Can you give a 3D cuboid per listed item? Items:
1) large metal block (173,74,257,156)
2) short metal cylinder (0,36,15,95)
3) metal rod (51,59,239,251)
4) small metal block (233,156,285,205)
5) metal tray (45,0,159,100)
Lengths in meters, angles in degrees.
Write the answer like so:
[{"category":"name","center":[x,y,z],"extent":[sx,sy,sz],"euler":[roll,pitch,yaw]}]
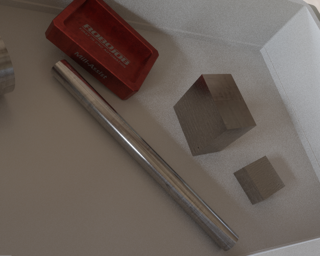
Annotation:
[{"category":"large metal block","center":[0.070,-0.017,0.421],"extent":[0.050,0.080,0.080],"euler":[-7,65,-32]},{"category":"short metal cylinder","center":[-0.190,-0.066,0.308],"extent":[0.050,0.080,0.080],"euler":[-29,78,-38]},{"category":"metal rod","center":[-0.021,0.031,0.377],"extent":[0.300,0.025,0.025],"euler":[45,51,3]},{"category":"small metal block","center":[0.141,0.073,0.439],"extent":[0.050,0.025,0.050],"euler":[-18,72,-35]},{"category":"metal tray","center":[-0.071,-0.111,0.413],"extent":[0.130,0.030,0.090],"euler":[39,51,-19]}]
